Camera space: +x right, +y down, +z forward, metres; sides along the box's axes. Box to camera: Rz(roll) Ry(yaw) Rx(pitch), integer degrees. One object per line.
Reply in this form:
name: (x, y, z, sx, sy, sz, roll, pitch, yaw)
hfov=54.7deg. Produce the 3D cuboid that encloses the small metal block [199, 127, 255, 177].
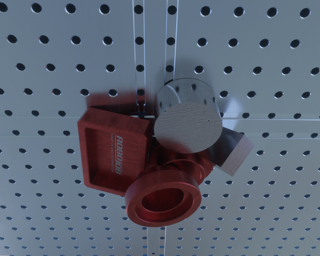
small metal block: (0.087, 0.029, 0.409, 0.025, 0.050, 0.050, 39, 85, -28)

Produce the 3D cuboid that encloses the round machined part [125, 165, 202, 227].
round machined part: (0.002, 0.087, 0.412, 0.099, 0.042, 0.097, -7, 133, -8)

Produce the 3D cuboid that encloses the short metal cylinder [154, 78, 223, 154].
short metal cylinder: (0.033, -0.014, 0.383, 0.081, 0.050, 0.079, 0, 130, 0)

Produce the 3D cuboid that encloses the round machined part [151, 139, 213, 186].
round machined part: (0.029, 0.054, 0.446, 0.099, 0.042, 0.097, -1, 130, 0)

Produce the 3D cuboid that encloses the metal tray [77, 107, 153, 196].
metal tray: (-0.061, 0.039, 0.427, 0.090, 0.030, 0.129, 13, 130, 7)
